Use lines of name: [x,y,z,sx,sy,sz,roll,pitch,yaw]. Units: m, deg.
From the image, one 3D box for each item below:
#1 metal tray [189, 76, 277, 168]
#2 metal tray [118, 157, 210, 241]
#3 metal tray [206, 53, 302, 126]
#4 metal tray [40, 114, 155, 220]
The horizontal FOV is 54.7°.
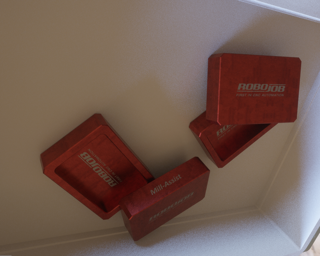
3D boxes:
metal tray: [0.117,-0.010,0.465,0.130,0.030,0.090,-38,130,-3]
metal tray: [0.009,0.104,0.451,0.131,0.030,0.090,-27,146,-20]
metal tray: [0.128,-0.052,0.419,0.131,0.030,0.089,-2,99,-22]
metal tray: [-0.074,0.054,0.399,0.090,0.030,0.130,-38,130,-3]
